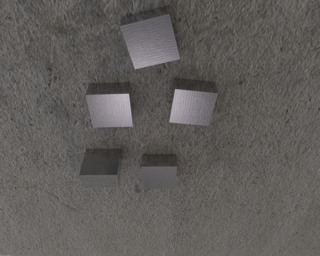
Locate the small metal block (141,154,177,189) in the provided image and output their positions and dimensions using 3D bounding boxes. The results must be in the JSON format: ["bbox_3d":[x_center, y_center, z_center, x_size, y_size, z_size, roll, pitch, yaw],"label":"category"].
[{"bbox_3d":[-0.001,0.065,0.463,0.050,0.025,0.050,0,130,0],"label":"small metal block"}]

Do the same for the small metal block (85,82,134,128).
[{"bbox_3d":[-0.060,-0.028,0.383,0.050,0.025,0.050,-2,130,1],"label":"small metal block"}]

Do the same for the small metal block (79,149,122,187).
[{"bbox_3d":[-0.082,0.056,0.437,0.050,0.050,0.025,-1,130,0],"label":"small metal block"}]

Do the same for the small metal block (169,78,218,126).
[{"bbox_3d":[0.039,-0.032,0.381,0.050,0.025,0.050,5,130,-5],"label":"small metal block"}]

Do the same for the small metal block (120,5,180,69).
[{"bbox_3d":[-0.009,-0.095,0.326,0.050,0.025,0.050,-11,130,9],"label":"small metal block"}]
